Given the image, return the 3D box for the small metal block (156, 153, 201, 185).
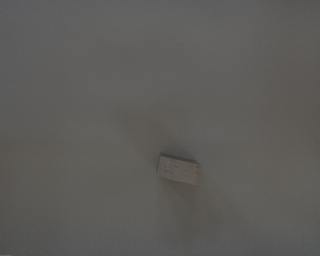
[{"bbox_3d":[0.023,0.051,0.399,0.050,0.050,0.025,13,90,-1],"label":"small metal block"}]
